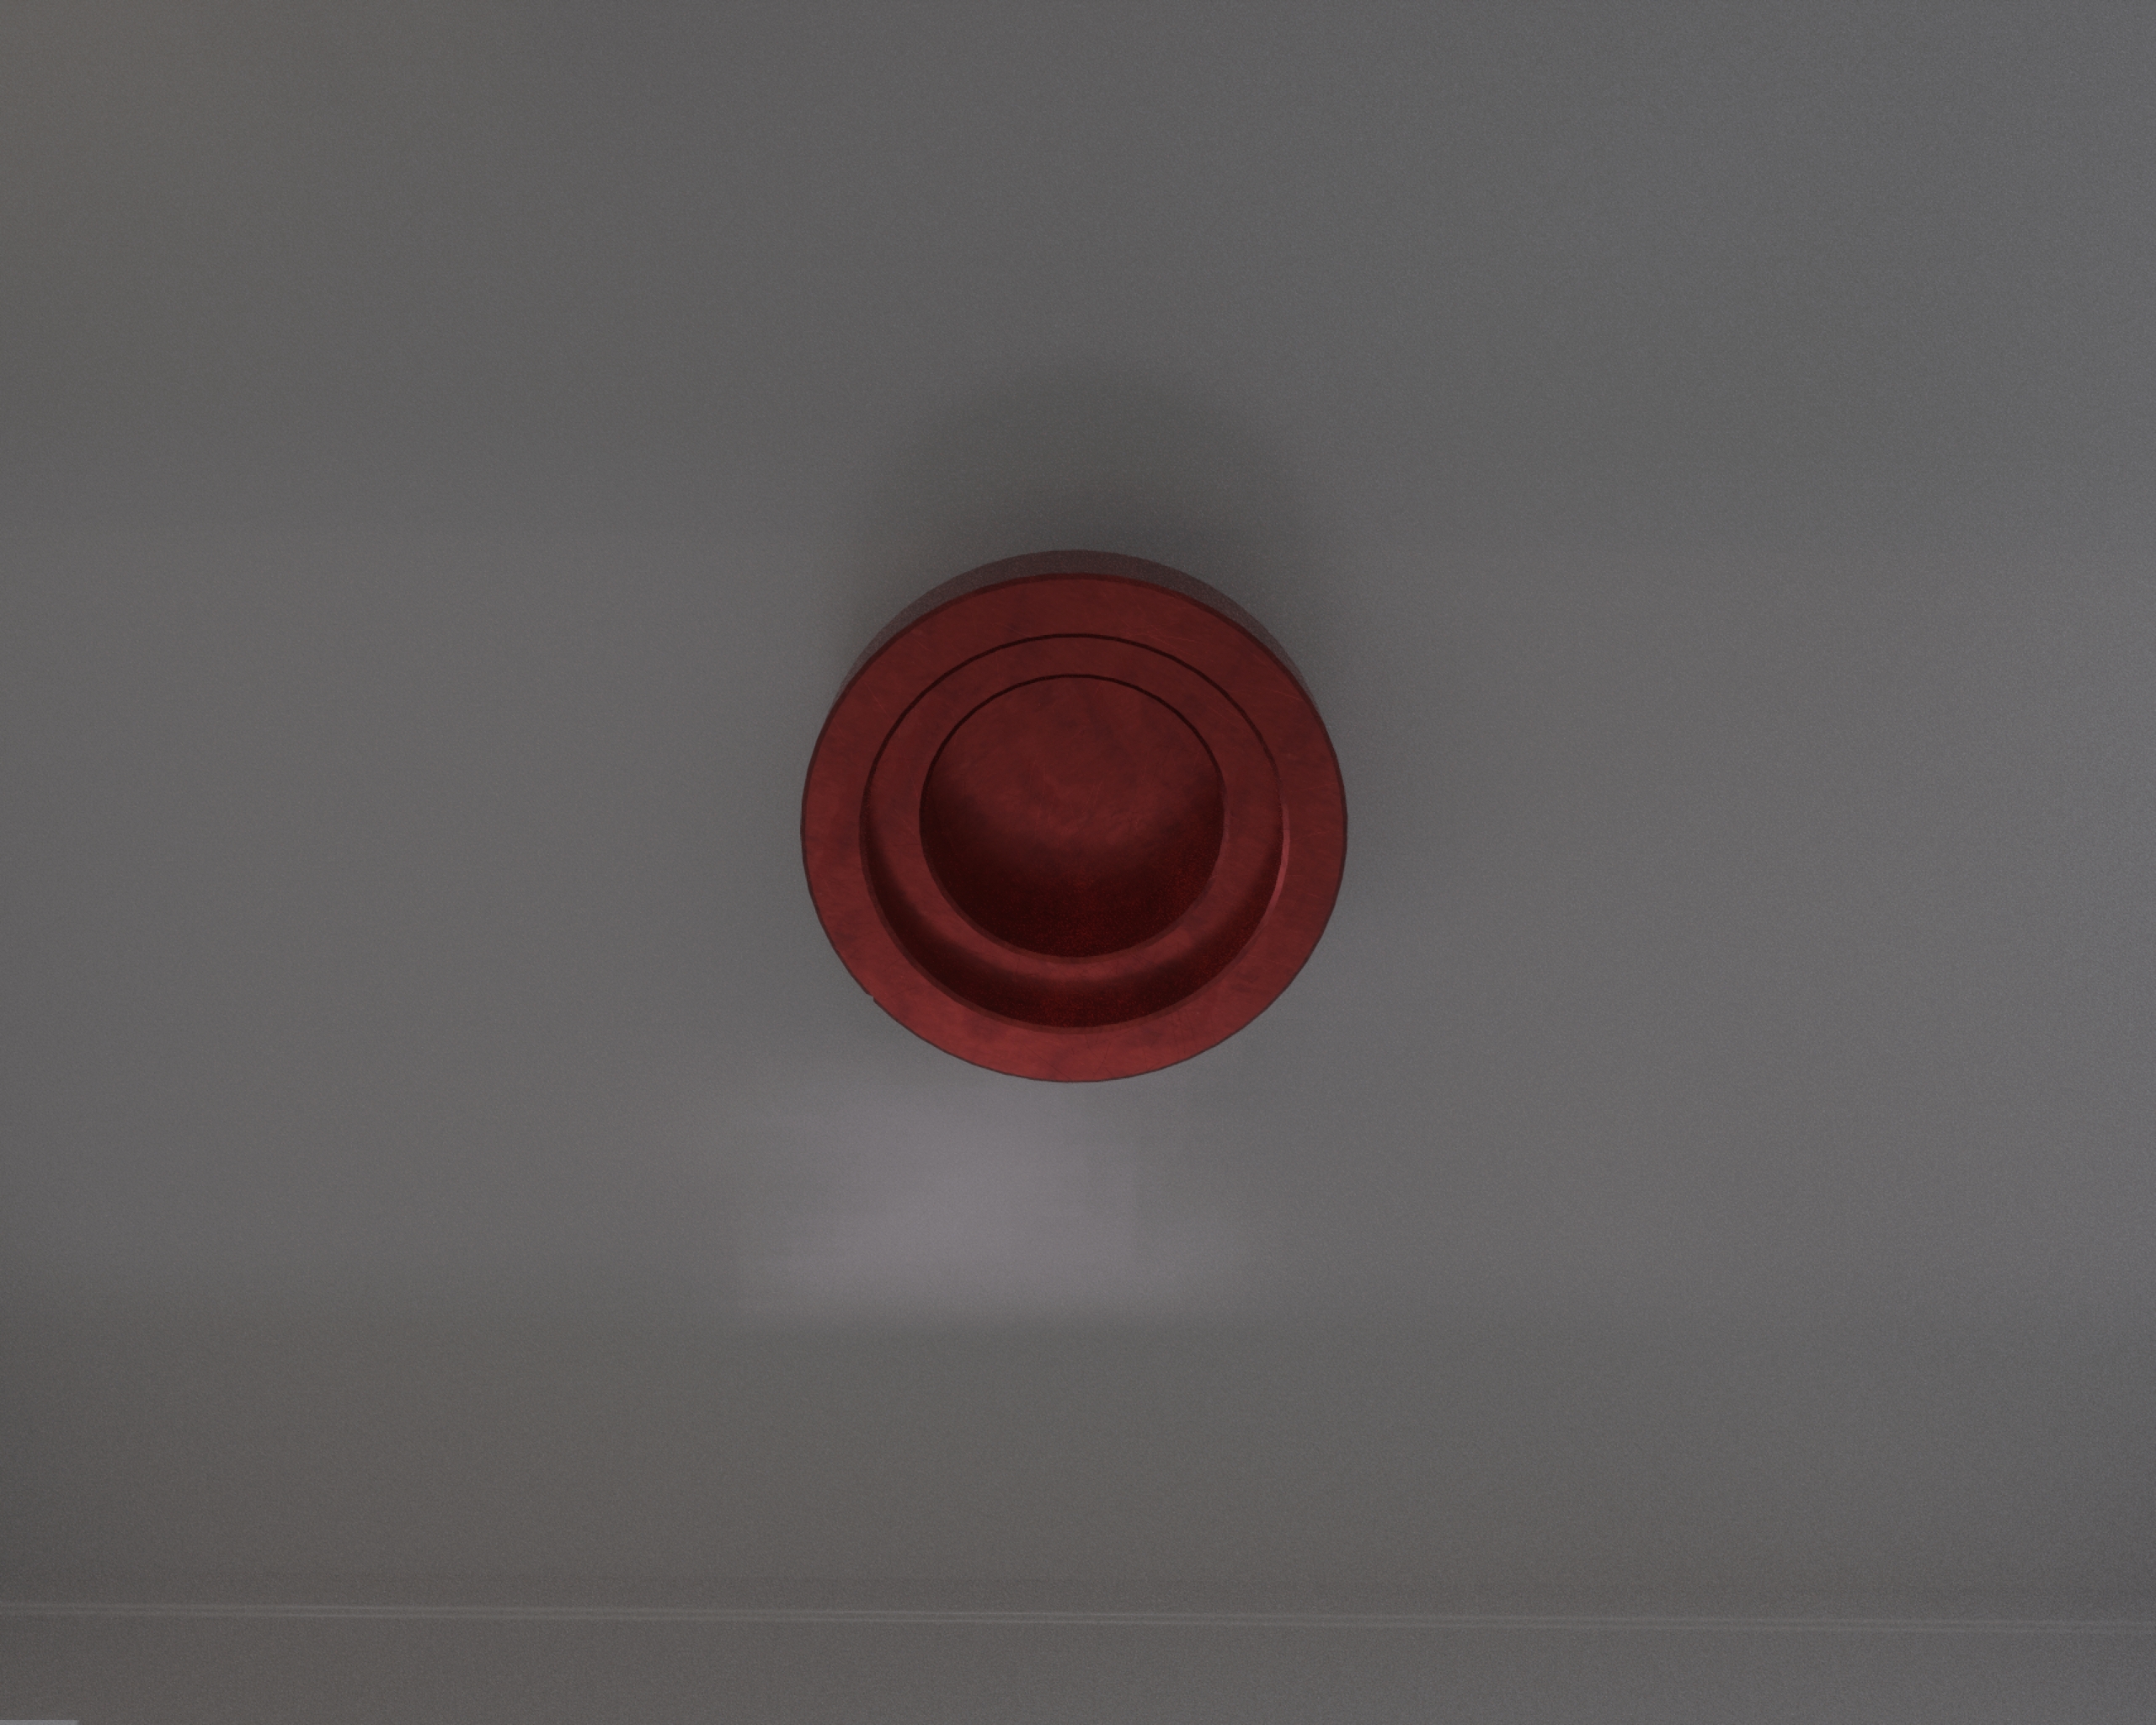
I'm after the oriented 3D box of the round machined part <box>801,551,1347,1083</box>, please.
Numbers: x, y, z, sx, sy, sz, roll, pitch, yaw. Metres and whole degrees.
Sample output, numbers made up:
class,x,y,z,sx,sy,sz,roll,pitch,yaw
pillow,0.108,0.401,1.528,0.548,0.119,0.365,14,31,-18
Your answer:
class,x,y,z,sx,sy,sz,roll,pitch,yaw
round machined part,-0.001,-0.011,0.395,0.099,0.042,0.097,0,110,0
